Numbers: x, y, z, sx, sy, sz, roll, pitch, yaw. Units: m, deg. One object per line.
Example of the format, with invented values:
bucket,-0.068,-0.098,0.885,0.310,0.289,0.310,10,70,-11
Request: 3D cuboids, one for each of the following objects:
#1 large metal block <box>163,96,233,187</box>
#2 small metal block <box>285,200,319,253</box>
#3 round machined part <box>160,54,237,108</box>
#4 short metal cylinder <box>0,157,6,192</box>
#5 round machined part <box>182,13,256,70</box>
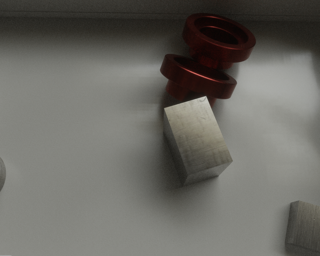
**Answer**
large metal block,0.041,0.020,0.374,0.050,0.080,0.080,-17,71,-6
small metal block,0.182,0.119,0.368,0.050,0.025,0.050,16,71,5
round machined part,0.046,-0.058,0.404,0.098,0.098,0.042,24,112,8
short metal cylinder,-0.238,0.056,0.373,0.081,0.050,0.080,0,70,0
round machined part,0.078,-0.117,0.430,0.099,0.042,0.098,10,42,-9
